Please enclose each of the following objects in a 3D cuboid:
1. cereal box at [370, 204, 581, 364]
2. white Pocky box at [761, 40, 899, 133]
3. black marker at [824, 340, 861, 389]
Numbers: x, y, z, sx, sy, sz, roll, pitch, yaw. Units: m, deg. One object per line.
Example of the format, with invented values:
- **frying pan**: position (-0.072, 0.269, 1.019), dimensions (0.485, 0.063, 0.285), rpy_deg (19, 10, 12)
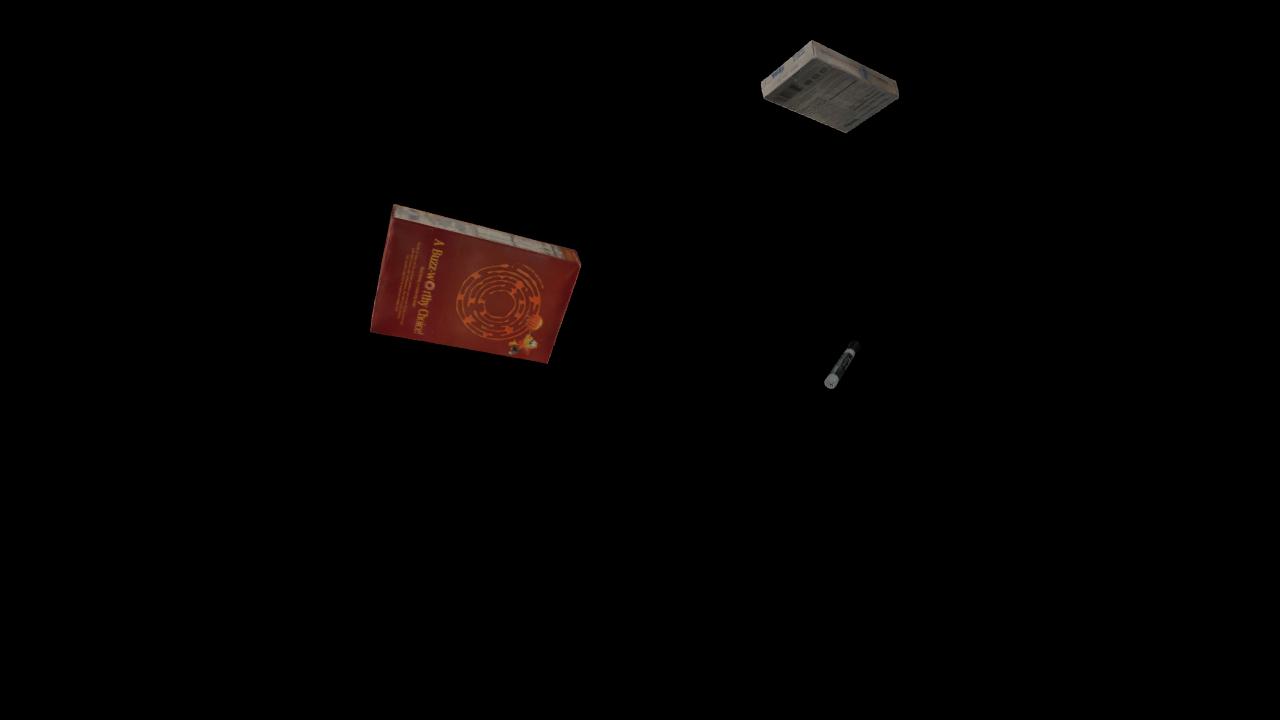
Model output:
- **cereal box**: position (-0.273, -0.118, 1.032), dimensions (0.306, 0.203, 0.081), rpy_deg (10, 28, -24)
- **white Pocky box**: position (0.229, -0.323, 0.737), dimensions (0.154, 0.028, 0.084), rpy_deg (4, -16, -34)
- **black marker**: position (0.326, 0.005, 0.987), dimensions (0.020, 0.020, 0.121), rpy_deg (0, 33, 41)
